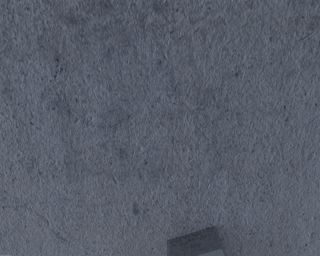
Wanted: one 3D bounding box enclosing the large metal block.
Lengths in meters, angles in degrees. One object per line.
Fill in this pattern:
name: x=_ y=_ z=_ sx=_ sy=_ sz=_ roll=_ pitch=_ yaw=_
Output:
large metal block: x=0.063 y=0.208 z=0.473 sx=0.080 sy=0.050 sz=0.080 roll=-19 pitch=109 yaw=7
